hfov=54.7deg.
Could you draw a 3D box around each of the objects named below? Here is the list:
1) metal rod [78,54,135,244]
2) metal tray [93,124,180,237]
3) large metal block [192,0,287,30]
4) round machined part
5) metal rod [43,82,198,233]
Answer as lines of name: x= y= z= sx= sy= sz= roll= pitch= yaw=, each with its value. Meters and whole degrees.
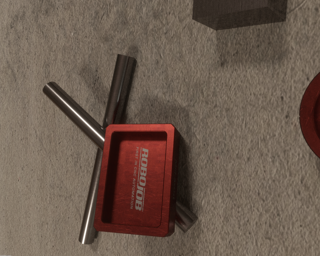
metal rod: x=-0.084 y=0.039 z=0.471 sx=0.025 sy=0.025 sz=0.298 roll=23 pitch=104 yaw=37
metal tray: x=-0.026 y=0.061 z=0.377 sx=0.090 sy=0.030 sz=0.129 roll=0 pitch=73 yaw=15
large metal block: x=0.083 y=-0.151 z=0.319 sx=0.080 sy=0.050 sz=0.079 roll=6 pitch=94 yaw=39
round machined part: x=0.171 y=-0.011 z=0.252 sx=0.098 sy=0.042 sz=0.097 roll=0 pitch=90 yaw=39
metal rod: x=-0.068 y=0.027 z=0.430 sx=0.300 sy=0.025 sz=0.025 roll=40 pitch=115 yaw=23
